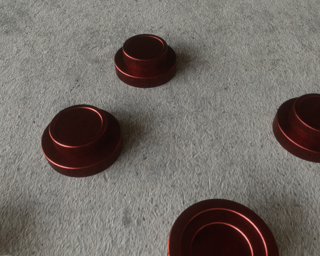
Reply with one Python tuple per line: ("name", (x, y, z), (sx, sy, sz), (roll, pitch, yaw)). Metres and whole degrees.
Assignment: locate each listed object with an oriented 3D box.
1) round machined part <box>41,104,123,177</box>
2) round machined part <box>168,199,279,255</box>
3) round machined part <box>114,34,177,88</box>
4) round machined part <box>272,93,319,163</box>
("round machined part", (-0.097, 0.009, 0.384), (0.099, 0.042, 0.098), (0, 50, 0))
("round machined part", (0.056, 0.120, 0.291), (0.099, 0.042, 0.098), (0, 50, 0))
("round machined part", (-0.023, -0.111, 0.485), (0.099, 0.042, 0.098), (0, 50, 0))
("round machined part", (0.201, -0.007, 0.399), (0.099, 0.042, 0.098), (0, 50, 0))
